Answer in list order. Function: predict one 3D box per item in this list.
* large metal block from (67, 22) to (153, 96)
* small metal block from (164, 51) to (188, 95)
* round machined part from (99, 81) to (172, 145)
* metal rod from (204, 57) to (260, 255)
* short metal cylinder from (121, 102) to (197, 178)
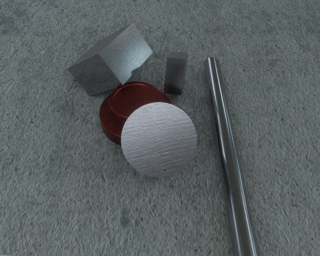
[{"bbox_3d":[-0.071,-0.096,0.442,0.080,0.050,0.080,-9,36,45],"label":"large metal block"},{"bbox_3d":[0.023,-0.079,0.443,0.025,0.050,0.050,8,24,6],"label":"small metal block"},{"bbox_3d":[-0.031,-0.025,0.413,0.099,0.042,0.098,0,50,0],"label":"round machined part"},{"bbox_3d":[0.083,0.013,0.393,0.025,0.025,0.300,0,50,-1],"label":"metal rod"},{"bbox_3d":[-0.003,0.014,0.351,0.081,0.050,0.080,0,86,-6],"label":"short metal cylinder"}]
